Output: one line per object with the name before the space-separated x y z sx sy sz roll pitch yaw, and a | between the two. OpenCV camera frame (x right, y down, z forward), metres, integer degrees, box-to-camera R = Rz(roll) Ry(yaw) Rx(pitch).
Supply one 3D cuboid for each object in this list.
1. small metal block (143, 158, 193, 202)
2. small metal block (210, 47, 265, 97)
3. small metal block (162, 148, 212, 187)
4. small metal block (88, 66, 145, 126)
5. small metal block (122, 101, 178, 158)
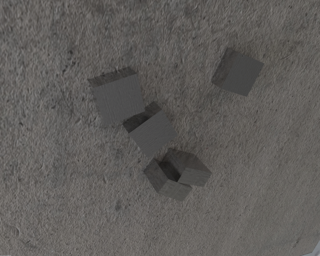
small metal block | 0.011 0.074 0.442 0.050 0.050 0.025 28 103 -38
small metal block | 0.104 -0.075 0.418 0.050 0.025 0.050 11 113 -33
small metal block | 0.038 0.057 0.446 0.050 0.050 0.025 17 110 -35
small metal block | -0.049 -0.037 0.357 0.050 0.025 0.050 -22 127 -16
small metal block | -0.012 0.002 0.401 0.050 0.025 0.050 -36 129 -4
